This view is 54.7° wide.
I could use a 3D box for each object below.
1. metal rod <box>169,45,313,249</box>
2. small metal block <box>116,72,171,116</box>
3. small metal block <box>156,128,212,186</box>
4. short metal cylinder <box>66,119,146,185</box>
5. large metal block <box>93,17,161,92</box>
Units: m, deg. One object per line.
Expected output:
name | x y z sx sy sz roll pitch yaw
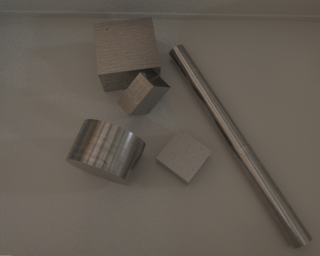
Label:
metal rod | 0.095 0.011 0.406 0.025 0.025 0.299 -27 73 -10
small metal block | -0.020 -0.043 0.401 0.025 0.050 0.050 47 112 14
small metal block | 0.030 0.037 0.396 0.050 0.025 0.050 36 74 12
short metal cylinder | -0.063 0.030 0.369 0.080 0.080 0.050 18 71 6
large metal block | -0.045 -0.102 0.433 0.081 0.050 0.080 -8 70 -4
